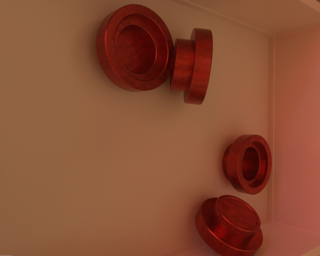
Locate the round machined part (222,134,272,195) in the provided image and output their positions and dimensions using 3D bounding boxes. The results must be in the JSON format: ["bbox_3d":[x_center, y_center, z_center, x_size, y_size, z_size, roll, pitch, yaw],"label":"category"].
[{"bbox_3d":[0.142,0.059,0.518,0.099,0.042,0.097,0,90,-40],"label":"round machined part"}]

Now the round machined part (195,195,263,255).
[{"bbox_3d":[0.104,0.135,0.446,0.099,0.098,0.042,-2,126,-40],"label":"round machined part"}]

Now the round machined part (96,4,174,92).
[{"bbox_3d":[-0.033,-0.092,0.369,0.099,0.042,0.097,0,90,-40],"label":"round machined part"}]

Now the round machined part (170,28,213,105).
[{"bbox_3d":[0.038,-0.081,0.406,0.042,0.098,0.097,6,86,-2],"label":"round machined part"}]
